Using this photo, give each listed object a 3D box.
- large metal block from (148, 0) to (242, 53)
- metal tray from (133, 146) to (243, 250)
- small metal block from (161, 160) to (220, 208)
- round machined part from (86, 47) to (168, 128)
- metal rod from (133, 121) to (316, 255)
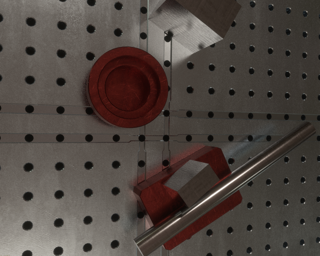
[{"bbox_3d":[0.042,-0.149,0.400,0.080,0.080,0.050,33,79,-18],"label":"large metal block"},{"bbox_3d":[0.041,0.092,0.427,0.131,0.030,0.090,-27,99,-18],"label":"metal tray"},{"bbox_3d":[0.037,0.067,0.382,0.050,0.050,0.025,-38,103,-16],"label":"small metal block"},{"bbox_3d":[-0.043,-0.049,0.388,0.099,0.042,0.097,0,90,-21],"label":"round machined part"},{"bbox_3d":[0.099,0.073,0.418,0.302,0.025,0.025,-30,100,-18],"label":"metal rod"}]
